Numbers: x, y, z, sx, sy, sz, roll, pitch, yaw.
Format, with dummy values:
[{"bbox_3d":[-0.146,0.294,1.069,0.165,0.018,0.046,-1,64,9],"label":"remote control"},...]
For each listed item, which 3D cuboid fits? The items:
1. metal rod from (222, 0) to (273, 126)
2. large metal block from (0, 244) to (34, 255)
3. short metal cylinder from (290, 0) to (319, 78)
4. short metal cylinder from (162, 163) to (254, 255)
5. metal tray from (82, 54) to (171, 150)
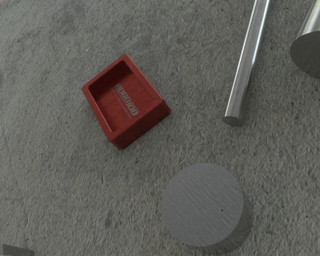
[{"bbox_3d":[0.131,-0.139,0.420,0.025,0.025,0.300,5,64,30],"label":"metal rod"},{"bbox_3d":[-0.196,0.199,0.368,0.080,0.050,0.080,-33,52,7],"label":"large metal block"},{"bbox_3d":[0.188,-0.094,0.328,0.080,0.080,0.050,17,71,34],"label":"short metal cylinder"},{"bbox_3d":[0.049,0.082,0.312,0.080,0.050,0.080,-13,56,21],"label":"short metal cylinder"},{"bbox_3d":[-0.054,-0.042,0.454,0.090,0.030,0.130,-37,51,3],"label":"metal tray"}]
